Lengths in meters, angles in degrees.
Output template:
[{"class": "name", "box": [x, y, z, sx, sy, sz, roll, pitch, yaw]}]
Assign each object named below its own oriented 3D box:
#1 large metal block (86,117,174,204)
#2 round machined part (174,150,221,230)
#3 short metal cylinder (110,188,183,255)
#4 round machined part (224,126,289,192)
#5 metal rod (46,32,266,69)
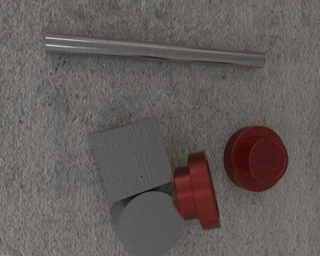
[{"class": "large metal block", "box": [-0.038, 0.036, 0.382, 0.081, 0.050, 0.080, -17, 96, -19]}, {"class": "round machined part", "box": [0.046, 0.080, 0.395, 0.042, 0.098, 0.097, -13, 95, 9]}, {"class": "short metal cylinder", "box": [-0.018, 0.115, 0.390, 0.081, 0.050, 0.080, 0, 90, -20]}, {"class": "round machined part", "box": [0.147, 0.046, 0.455, 0.099, 0.042, 0.097, 0, 90, -20]}, {"class": "metal rod", "box": [0.009, -0.100, 0.412, 0.303, 0.025, 0.025, -1, 90, -20]}]
